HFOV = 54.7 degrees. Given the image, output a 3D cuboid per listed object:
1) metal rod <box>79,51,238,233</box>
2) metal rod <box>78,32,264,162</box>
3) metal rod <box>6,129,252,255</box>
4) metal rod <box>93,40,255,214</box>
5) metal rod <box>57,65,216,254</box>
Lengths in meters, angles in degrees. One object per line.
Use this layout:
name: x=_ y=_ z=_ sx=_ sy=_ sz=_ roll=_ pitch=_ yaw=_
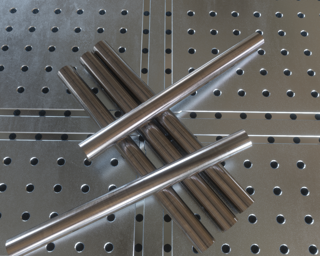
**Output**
metal rod: x=-0.011 y=0.008 z=0.408 sx=0.025 sy=0.025 sz=0.300 roll=-37 pitch=75 yaw=-13
metal rod: x=0.029 y=-0.051 z=0.409 sx=0.302 sy=0.025 sz=0.025 roll=-34 pitch=74 yaw=-20
metal rod: x=-0.035 y=0.076 z=0.361 sx=0.301 sy=0.025 sz=0.025 roll=-25 pitch=72 yaw=-1
metal rod: x=0.009 y=-0.011 z=0.416 sx=0.025 sy=0.025 sz=0.300 roll=-39 pitch=75 yaw=-13
metal rod: x=-0.039 y=0.030 z=0.400 sx=0.025 sy=0.025 sz=0.300 roll=-37 pitch=75 yaw=-13
